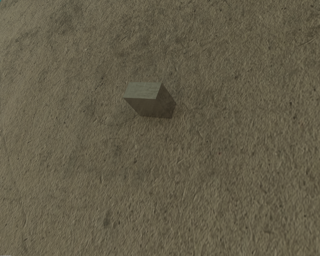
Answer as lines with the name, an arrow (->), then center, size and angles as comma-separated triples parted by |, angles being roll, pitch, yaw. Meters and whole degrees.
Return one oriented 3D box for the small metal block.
small metal block -> -0.013, -0.037, 0.417 | 0.050, 0.050, 0.025 | 6, 65, 30
